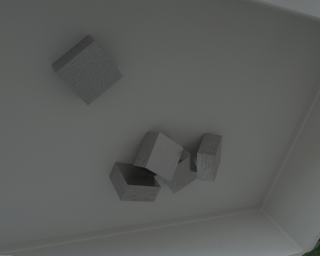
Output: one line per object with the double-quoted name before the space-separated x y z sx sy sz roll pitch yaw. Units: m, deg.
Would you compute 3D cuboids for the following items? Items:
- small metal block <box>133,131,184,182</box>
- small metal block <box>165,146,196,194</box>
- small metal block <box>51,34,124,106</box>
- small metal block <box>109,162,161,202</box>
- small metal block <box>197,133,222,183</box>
"small metal block" -0.001 0.038 0.417 0.050 0.025 0.050 35 69 -37
"small metal block" 0.027 0.063 0.462 0.050 0.025 0.050 -33 129 -7
"small metal block" -0.076 -0.061 0.329 0.050 0.025 0.050 -40 130 -1
"small metal block" -0.034 0.073 0.419 0.050 0.050 0.025 11 113 -33
"small metal block" 0.073 0.043 0.457 0.050 0.025 0.050 -57 150 -51
